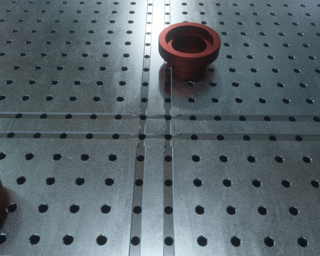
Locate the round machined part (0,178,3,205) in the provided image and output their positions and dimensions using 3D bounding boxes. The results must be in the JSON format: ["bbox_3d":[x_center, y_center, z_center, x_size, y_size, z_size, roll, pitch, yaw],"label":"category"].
[{"bbox_3d":[-0.217,0.080,0.327,0.099,0.042,0.098,0,50,0],"label":"round machined part"}]

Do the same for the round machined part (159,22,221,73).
[{"bbox_3d":[0.047,-0.127,0.504,0.099,0.042,0.098,0,50,0],"label":"round machined part"}]
